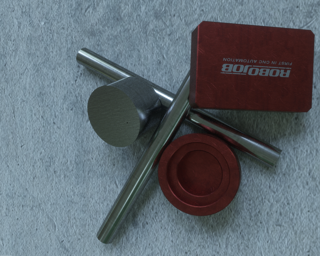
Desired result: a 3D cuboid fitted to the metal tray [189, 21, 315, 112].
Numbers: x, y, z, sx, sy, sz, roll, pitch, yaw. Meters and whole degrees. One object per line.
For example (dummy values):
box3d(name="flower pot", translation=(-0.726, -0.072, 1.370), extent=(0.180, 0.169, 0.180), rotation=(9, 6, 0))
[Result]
box3d(name="metal tray", translation=(0.101, -0.064, 0.342), extent=(0.131, 0.030, 0.089), rotation=(2, 91, -8))

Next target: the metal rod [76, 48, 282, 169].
box3d(name="metal rod", translation=(0.012, -0.034, 0.407), extent=(0.300, 0.025, 0.025), rotation=(30, 100, 17))

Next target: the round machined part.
box3d(name="round machined part", translation=(0.051, 0.055, 0.383), extent=(0.098, 0.042, 0.097), rotation=(0, 90, 20))

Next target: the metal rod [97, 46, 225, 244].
box3d(name="metal rod", translation=(-0.007, 0.030, 0.394), extent=(0.025, 0.025, 0.298), rotation=(35, 108, 16))

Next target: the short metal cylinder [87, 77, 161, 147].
box3d(name="short metal cylinder", translation=(-0.046, -0.022, 0.399), extent=(0.080, 0.050, 0.079), rotation=(13, 116, 27))
